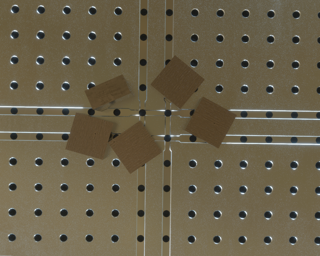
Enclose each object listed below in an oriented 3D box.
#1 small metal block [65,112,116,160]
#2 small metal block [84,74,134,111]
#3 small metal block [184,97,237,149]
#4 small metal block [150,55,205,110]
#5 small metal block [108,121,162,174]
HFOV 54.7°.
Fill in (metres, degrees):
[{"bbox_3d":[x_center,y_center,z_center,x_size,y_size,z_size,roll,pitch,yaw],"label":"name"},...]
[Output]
[{"bbox_3d":[-0.091,0.010,0.412,0.050,0.025,0.050,16,90,-1],"label":"small metal block"},{"bbox_3d":[-0.064,-0.044,0.400,0.050,0.050,0.025,-24,90,0],"label":"small metal block"},{"bbox_3d":[0.066,-0.007,0.414,0.050,0.025,0.050,29,90,-1],"label":"small metal block"},{"bbox_3d":[0.023,-0.060,0.414,0.050,0.025,0.050,39,90,-1],"label":"small metal block"},{"bbox_3d":[-0.032,0.025,0.413,0.050,0.025,0.050,-35,90,0],"label":"small metal block"}]
